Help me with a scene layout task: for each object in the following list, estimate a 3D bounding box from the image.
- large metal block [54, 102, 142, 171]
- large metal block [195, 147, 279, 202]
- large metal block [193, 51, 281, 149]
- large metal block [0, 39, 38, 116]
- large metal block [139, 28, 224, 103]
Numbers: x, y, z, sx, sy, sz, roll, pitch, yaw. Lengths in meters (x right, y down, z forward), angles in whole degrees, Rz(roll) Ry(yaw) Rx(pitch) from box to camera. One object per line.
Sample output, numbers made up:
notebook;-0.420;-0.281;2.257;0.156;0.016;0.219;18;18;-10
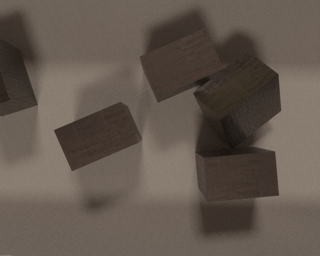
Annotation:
large metal block;-0.071;0.009;0.383;0.080;0.080;0.050;-23;90;0
large metal block;0.091;0.054;0.385;0.081;0.080;0.050;-5;90;-1
large metal block;0.097;-0.031;0.378;0.080;0.080;0.050;-38;55;0
large metal block;-0.202;-0.061;0.381;0.050;0.080;0.080;-18;90;0
large metal block;0.024;-0.073;0.384;0.080;0.080;0.050;-24;90;0
